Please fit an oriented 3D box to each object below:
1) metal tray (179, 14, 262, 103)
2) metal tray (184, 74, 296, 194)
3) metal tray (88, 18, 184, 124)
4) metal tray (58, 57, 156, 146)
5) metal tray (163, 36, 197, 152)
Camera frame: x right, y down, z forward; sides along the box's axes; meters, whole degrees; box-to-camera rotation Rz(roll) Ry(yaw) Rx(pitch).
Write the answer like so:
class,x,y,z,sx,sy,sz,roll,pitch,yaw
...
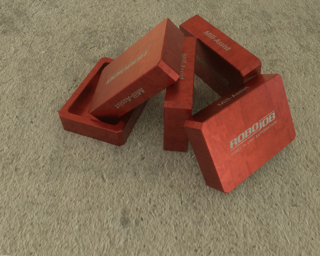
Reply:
class,x,y,z,sx,sy,sz,roll,pitch,yaw
metal tray,0.083,-0.090,0.436,0.030,0.090,0.130,-35,57,-9
metal tray,0.098,0.003,0.361,0.131,0.090,0.030,-32,22,-24
metal tray,-0.031,-0.068,0.388,0.130,0.030,0.090,-28,38,36
metal tray,-0.068,-0.042,0.436,0.090,0.030,0.130,16,52,12
metal tray,0.026,-0.046,0.401,0.030,0.089,0.130,5,51,4
